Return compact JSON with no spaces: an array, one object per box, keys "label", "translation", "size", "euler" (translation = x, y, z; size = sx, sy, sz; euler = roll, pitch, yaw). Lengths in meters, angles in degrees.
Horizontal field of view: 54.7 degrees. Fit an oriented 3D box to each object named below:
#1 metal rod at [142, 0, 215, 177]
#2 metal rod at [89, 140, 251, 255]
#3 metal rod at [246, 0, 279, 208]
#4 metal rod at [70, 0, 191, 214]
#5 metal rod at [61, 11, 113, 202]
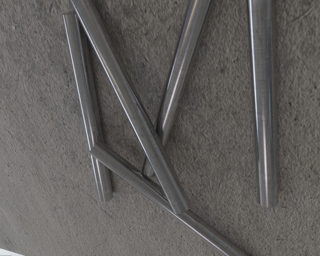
[{"label":"metal rod","translation":[0.019,-0.053,0.363],"size":[0.025,0.025,0.298],"euler":[26,128,12]},{"label":"metal rod","translation":[0.023,0.119,0.455],"size":[0.300,0.025,0.025],"euler":[38,129,-3]},{"label":"metal rod","translation":[0.109,-0.038,0.325],"size":[0.025,0.025,0.298],"euler":[3,120,27]},{"label":"metal rod","translation":[-0.034,-0.028,0.382],"size":[0.025,0.025,0.299],"euler":[-19,101,35]},{"label":"metal rod","translation":[-0.099,-0.011,0.452],"size":[0.025,0.025,0.298],"euler":[11,123,22]}]
